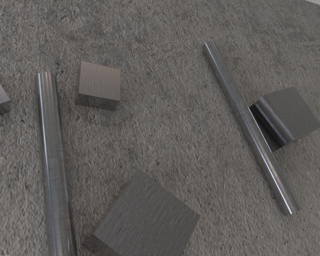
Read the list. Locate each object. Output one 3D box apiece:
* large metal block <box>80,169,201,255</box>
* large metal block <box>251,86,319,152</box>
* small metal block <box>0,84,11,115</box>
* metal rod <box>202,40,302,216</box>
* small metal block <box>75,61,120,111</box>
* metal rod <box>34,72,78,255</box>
[{"bbox_3d":[-0.018,0.103,0.315,0.080,0.050,0.080,39,51,-2],"label":"large metal block"},{"bbox_3d":[0.200,-0.015,0.505,0.081,0.050,0.080,-17,71,-35],"label":"large metal block"},{"bbox_3d":[-0.193,-0.033,0.320,0.050,0.025,0.050,-29,78,-37],"label":"small metal block"},{"bbox_3d":[0.135,-0.013,0.483,0.025,0.025,0.299,-8,66,-32],"label":"metal rod"},{"bbox_3d":[-0.079,-0.053,0.393,0.050,0.025,0.050,9,58,-23],"label":"small metal block"},{"bbox_3d":[-0.100,0.073,0.304,0.025,0.025,0.299,-1,62,-29],"label":"metal rod"}]
